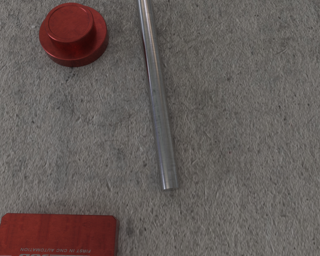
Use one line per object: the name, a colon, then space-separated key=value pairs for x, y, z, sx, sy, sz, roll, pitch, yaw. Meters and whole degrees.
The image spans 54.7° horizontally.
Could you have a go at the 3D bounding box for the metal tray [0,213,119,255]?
metal tray: x=-0.116 y=0.145 z=0.352 sx=0.131 sy=0.030 sz=0.090 roll=1 pitch=70 yaw=0

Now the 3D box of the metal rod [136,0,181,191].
metal rod: x=-0.006 y=-0.064 z=0.431 sx=0.025 sy=0.025 sz=0.299 roll=-7 pitch=70 yaw=-3

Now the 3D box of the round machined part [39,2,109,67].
round machined part: x=-0.127 y=-0.141 z=0.450 sx=0.099 sy=0.042 sz=0.098 roll=0 pitch=70 yaw=0
